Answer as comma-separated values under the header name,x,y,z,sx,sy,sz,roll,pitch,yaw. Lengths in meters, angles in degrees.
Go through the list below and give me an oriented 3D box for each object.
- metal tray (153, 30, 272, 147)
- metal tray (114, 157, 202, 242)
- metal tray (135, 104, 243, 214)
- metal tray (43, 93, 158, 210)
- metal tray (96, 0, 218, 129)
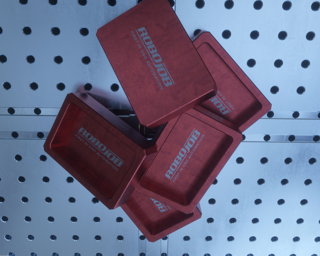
name,x,y,z,sx,sy,sz,roll,pitch,yaw
metal tray,0.065,-0.046,0.394,0.090,0.030,0.130,-42,106,13
metal tray,-0.011,0.093,0.445,0.090,0.030,0.130,-31,108,10
metal tray,0.031,0.037,0.393,0.090,0.030,0.129,27,108,-10
metal tray,-0.078,0.026,0.386,0.130,0.030,0.089,36,108,19
metal tray,-0.005,-0.075,0.351,0.090,0.030,0.130,-29,78,9
